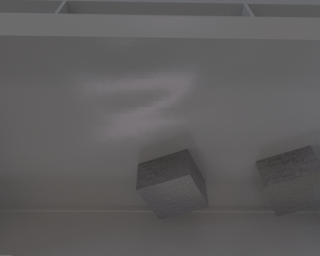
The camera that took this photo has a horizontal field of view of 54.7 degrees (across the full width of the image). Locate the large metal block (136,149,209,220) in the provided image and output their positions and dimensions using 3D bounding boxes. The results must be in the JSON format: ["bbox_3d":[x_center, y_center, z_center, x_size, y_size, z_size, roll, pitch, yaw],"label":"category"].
[{"bbox_3d":[0.020,0.086,0.466,0.080,0.050,0.080,-19,128,15],"label":"large metal block"}]

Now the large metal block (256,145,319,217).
[{"bbox_3d":[0.199,0.081,0.463,0.080,0.050,0.080,-20,128,16],"label":"large metal block"}]
